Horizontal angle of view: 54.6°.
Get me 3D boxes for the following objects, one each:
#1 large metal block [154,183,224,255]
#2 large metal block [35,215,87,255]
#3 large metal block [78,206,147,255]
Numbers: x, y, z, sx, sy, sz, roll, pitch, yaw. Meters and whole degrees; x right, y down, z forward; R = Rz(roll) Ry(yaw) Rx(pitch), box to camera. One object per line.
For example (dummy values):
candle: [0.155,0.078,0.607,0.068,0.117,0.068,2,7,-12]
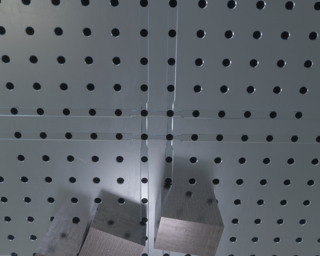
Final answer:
large metal block: [0.036,0.126,0.431,0.080,0.080,0.050,10,110,-4]
large metal block: [-0.150,0.190,0.453,0.050,0.080,0.080,19,109,-7]
large metal block: [-0.074,0.176,0.464,0.080,0.050,0.080,23,109,-8]
